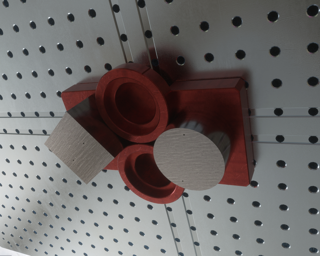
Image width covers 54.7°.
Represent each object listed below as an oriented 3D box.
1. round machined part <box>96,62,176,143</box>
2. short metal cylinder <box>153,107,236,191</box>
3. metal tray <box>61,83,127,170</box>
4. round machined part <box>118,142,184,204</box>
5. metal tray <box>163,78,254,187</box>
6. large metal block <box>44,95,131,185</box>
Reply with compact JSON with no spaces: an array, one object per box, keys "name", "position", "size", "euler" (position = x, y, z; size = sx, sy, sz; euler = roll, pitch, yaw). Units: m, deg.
[{"name":"round machined part","position":[-0.026,-0.034,0.381],"size":[0.098,0.042,0.097],"euler":[13,124,21]},{"name":"short metal cylinder","position":[0.040,0.023,0.348],"size":[0.080,0.050,0.079],"euler":[13,124,21]},{"name":"metal tray","position":[-0.080,0.000,0.450],"size":[0.090,0.030,0.129],"euler":[0,119,27]},{"name":"round machined part","position":[-0.005,0.052,0.423],"size":[0.098,0.042,0.097],"euler":[13,124,21]},{"name":"metal tray","position":[0.061,0.007,0.378],"size":[0.090,0.030,0.129],"euler":[1,119,28]},{"name":"large metal block","position":[-0.096,0.017,0.417],"size":[0.080,0.050,0.080],"euler":[45,129,-3]}]
